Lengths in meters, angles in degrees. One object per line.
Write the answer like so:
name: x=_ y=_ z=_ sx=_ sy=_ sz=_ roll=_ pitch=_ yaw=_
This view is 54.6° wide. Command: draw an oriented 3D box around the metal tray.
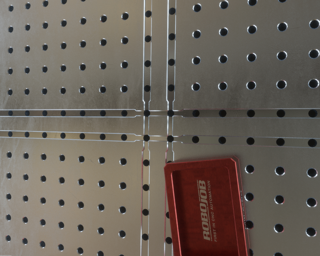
metal tray: x=0.058 y=0.104 z=0.389 sx=0.090 sy=0.030 sz=0.129 roll=-7 pitch=88 yaw=19
